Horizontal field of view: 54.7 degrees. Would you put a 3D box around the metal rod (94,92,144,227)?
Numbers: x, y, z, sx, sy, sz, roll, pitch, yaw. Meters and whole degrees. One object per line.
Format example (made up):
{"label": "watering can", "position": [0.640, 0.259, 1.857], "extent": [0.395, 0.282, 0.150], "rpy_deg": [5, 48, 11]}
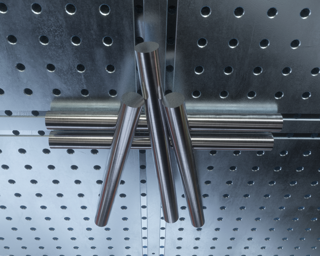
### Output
{"label": "metal rod", "position": [-0.066, 0.067, 0.443], "extent": [0.025, 0.025, 0.298], "rpy_deg": [11, 136, -10]}

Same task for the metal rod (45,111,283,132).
{"label": "metal rod", "position": [0.006, -0.009, 0.405], "extent": [0.302, 0.025, 0.025], "rpy_deg": [1, 130, -1]}

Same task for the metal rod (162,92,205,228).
{"label": "metal rod", "position": [0.041, 0.068, 0.446], "extent": [0.025, 0.025, 0.299], "rpy_deg": [-8, 137, 6]}

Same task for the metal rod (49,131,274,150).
{"label": "metal rod", "position": [0.003, 0.018, 0.427], "extent": [0.302, 0.025, 0.025], "rpy_deg": [1, 130, -1]}

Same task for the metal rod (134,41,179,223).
{"label": "metal rod", "position": [0.002, 0.031, 0.406], "extent": [0.025, 0.025, 0.298], "rpy_deg": [-5, 130, 4]}
